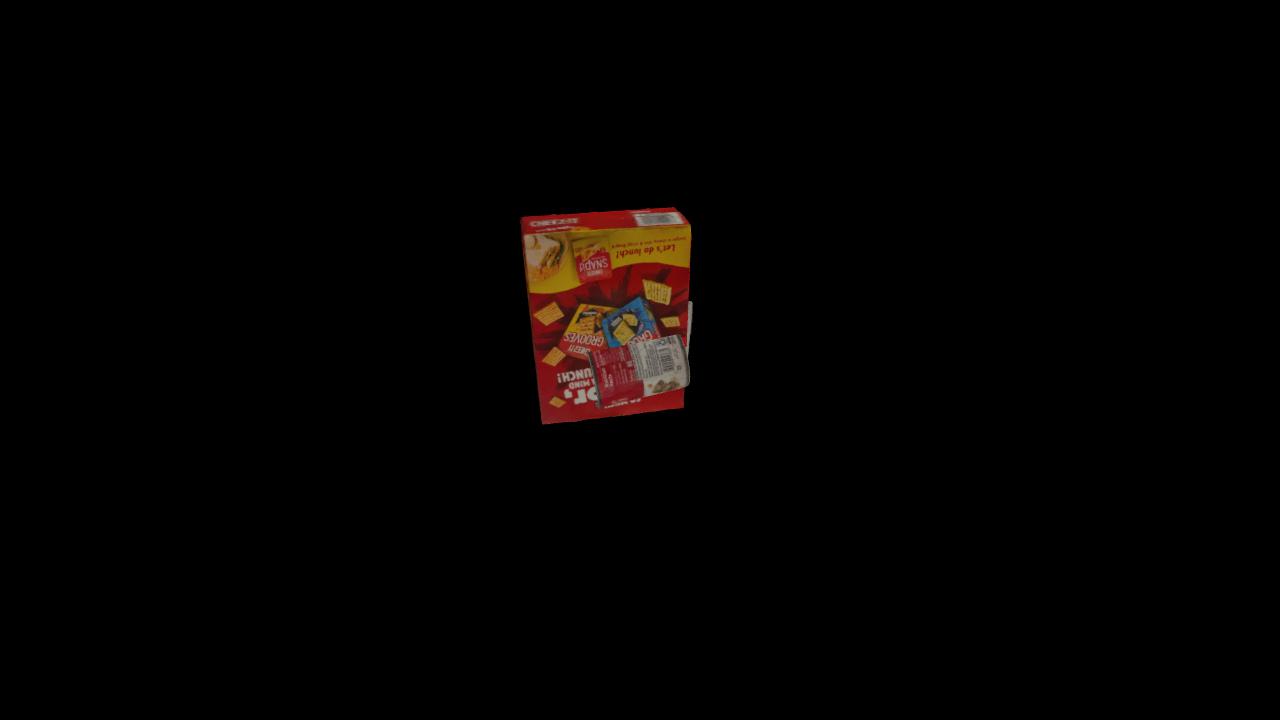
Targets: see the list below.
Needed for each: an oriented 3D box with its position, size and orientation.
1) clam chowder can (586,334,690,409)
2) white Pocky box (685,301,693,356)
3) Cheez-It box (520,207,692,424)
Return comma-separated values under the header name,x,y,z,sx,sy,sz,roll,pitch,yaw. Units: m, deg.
name,x,y,z,sx,sy,sz,roll,pitch,yaw
clam chowder can,-0.004,0.008,0.665,0.102,0.068,0.068,-13,2,-9
white Pocky box,0.006,-0.030,0.726,0.028,0.084,0.154,2,4,-31
Cheez-It box,-0.034,-0.044,0.663,0.166,0.223,0.071,-6,30,-9
